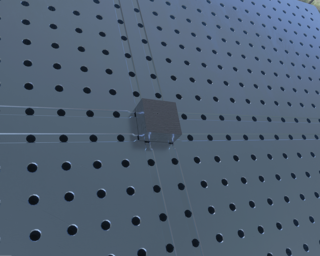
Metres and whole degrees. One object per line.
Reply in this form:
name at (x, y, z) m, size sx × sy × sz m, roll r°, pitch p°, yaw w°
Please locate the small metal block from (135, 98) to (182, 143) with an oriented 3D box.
small metal block at (-0.003, -0.009, 0.414) m, size 0.050 × 0.025 × 0.050 m, roll 5°, pitch 60°, yaw -26°
